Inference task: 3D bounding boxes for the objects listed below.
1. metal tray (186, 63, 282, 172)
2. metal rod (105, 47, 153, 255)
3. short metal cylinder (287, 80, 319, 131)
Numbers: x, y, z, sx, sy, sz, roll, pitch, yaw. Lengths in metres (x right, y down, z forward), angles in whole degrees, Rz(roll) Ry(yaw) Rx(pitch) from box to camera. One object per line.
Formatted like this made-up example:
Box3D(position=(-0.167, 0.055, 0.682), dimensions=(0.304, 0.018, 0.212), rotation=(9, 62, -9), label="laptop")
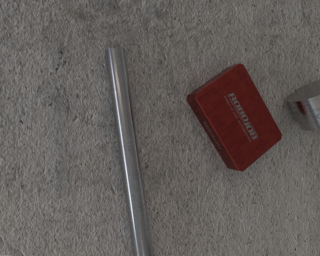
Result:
Box3D(position=(0.109, -0.015, 0.446), dimensions=(0.090, 0.030, 0.130), rotation=(-36, 102, -17), label="metal tray")
Box3D(position=(-0.037, 0.050, 0.395), dimensions=(0.025, 0.025, 0.298), rotation=(-9, 93, -20), label="metal rod")
Box3D(position=(0.243, -0.037, 0.469), dimensions=(0.080, 0.080, 0.050), rotation=(-32, 101, -17), label="short metal cylinder")
